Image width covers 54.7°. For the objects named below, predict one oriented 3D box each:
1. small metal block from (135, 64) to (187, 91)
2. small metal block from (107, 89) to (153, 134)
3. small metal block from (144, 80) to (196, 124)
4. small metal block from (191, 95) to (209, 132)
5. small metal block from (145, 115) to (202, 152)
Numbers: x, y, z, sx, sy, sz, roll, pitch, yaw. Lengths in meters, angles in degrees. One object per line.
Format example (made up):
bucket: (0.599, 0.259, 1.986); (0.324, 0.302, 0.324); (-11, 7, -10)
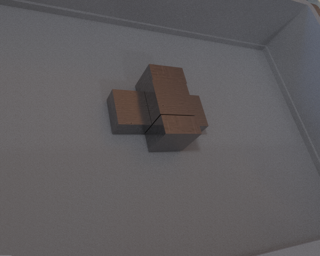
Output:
small metal block: (0.000, -0.059, 0.423); (0.050, 0.050, 0.025); (1, 62, -28)
small metal block: (-0.037, -0.020, 0.395); (0.050, 0.025, 0.050); (1, 61, -28)
small metal block: (0.012, -0.032, 0.396); (0.050, 0.025, 0.050); (1, 61, -28)
small metal block: (0.034, -0.019, 0.433); (0.050, 0.025, 0.050); (1, 61, -28)
small metal block: (0.016, 0.007, 0.389); (0.050, 0.050, 0.025); (1, 62, -28)
